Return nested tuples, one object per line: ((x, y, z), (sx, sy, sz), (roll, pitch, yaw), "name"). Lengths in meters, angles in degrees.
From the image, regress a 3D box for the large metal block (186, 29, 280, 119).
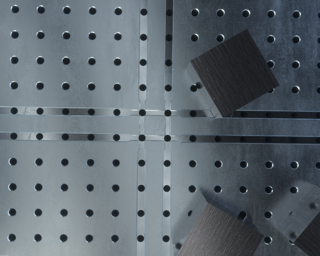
((0.091, -0.067, 0.402), (0.080, 0.050, 0.080), (-30, 90, 0), "large metal block")

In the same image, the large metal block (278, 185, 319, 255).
((0.220, 0.136, 0.404), (0.080, 0.050, 0.080), (40, 90, -1), "large metal block")

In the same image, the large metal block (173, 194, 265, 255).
((0.072, 0.145, 0.402), (0.080, 0.050, 0.080), (30, 90, -1), "large metal block")
